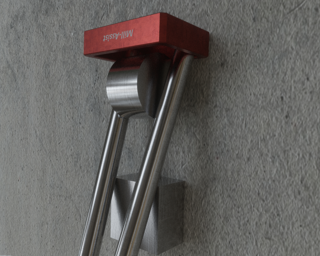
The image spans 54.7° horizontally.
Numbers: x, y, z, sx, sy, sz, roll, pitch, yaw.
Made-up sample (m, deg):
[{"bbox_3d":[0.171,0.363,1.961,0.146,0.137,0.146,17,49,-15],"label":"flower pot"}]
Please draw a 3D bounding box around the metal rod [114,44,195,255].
[{"bbox_3d":[-0.010,0.045,0.352,0.025,0.025,0.299,11,82,39],"label":"metal rod"}]

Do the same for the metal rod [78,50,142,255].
[{"bbox_3d":[-0.064,0.042,0.397,0.025,0.025,0.299,3,76,39],"label":"metal rod"}]

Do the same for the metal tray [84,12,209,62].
[{"bbox_3d":[-0.018,-0.102,0.377,0.130,0.091,0.030,3,92,39],"label":"metal tray"}]

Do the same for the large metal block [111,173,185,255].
[{"bbox_3d":[-0.017,0.105,0.399,0.080,0.050,0.079,2,92,39],"label":"large metal block"}]

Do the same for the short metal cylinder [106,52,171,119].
[{"bbox_3d":[-0.019,-0.051,0.385,0.050,0.081,0.079,3,92,39],"label":"short metal cylinder"}]
